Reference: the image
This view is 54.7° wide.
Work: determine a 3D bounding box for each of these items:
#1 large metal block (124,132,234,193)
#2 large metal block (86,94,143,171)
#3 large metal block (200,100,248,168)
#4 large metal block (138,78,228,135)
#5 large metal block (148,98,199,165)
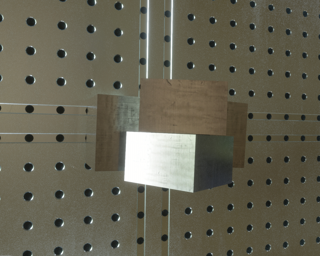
[{"bbox_3d":[0.021,0.031,0.321,0.080,0.080,0.050,4,88,-53],"label":"large metal block"},{"bbox_3d":[-0.056,0.005,0.364,0.050,0.080,0.079,2,90,-20],"label":"large metal block"},{"bbox_3d":[0.069,0.008,0.410,0.050,0.080,0.080,4,89,-20],"label":"large metal block"},{"bbox_3d":[0.023,-0.019,0.325,0.080,0.080,0.050,2,89,2],"label":"large metal block"},{"bbox_3d":[0.003,0.005,0.399,0.081,0.050,0.079,3,89,-20],"label":"large metal block"}]
